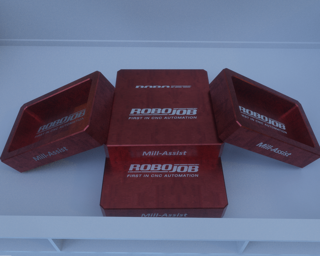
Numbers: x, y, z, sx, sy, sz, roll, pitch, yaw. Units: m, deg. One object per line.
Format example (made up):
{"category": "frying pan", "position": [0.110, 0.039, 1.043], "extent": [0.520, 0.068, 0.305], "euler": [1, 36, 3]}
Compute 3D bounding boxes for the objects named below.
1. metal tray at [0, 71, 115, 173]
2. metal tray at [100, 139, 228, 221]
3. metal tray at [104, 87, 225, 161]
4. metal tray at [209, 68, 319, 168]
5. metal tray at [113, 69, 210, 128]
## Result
{"category": "metal tray", "position": [-0.119, -0.007, 0.365], "extent": [0.130, 0.030, 0.090], "euler": [-18, 47, 23]}
{"category": "metal tray", "position": [0.004, 0.056, 0.351], "extent": [0.131, 0.030, 0.090], "euler": [0, 50, -1]}
{"category": "metal tray", "position": [0.004, -0.007, 0.366], "extent": [0.131, 0.030, 0.090], "euler": [-1, 50, -1]}
{"category": "metal tray", "position": [0.125, -0.011, 0.369], "extent": [0.131, 0.030, 0.090], "euler": [18, 46, -23]}
{"category": "metal tray", "position": [0.004, -0.043, 0.434], "extent": [0.131, 0.030, 0.090], "euler": [0, 50, -1]}
